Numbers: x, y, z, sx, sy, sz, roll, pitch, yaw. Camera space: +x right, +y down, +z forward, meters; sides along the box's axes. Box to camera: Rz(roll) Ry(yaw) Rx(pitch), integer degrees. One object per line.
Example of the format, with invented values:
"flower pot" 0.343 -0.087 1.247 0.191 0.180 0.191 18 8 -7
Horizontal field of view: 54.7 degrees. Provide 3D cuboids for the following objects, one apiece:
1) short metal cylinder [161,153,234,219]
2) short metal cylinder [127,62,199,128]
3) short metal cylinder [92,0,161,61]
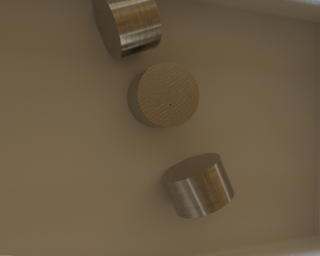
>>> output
"short metal cylinder" 0.048 0.072 0.399 0.081 0.080 0.050 -25 99 -18
"short metal cylinder" 0.003 -0.040 0.398 0.081 0.050 0.080 0 90 -20
"short metal cylinder" -0.040 -0.126 0.366 0.050 0.080 0.080 -24 98 -18
